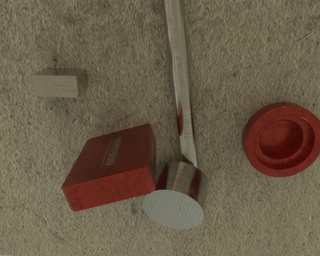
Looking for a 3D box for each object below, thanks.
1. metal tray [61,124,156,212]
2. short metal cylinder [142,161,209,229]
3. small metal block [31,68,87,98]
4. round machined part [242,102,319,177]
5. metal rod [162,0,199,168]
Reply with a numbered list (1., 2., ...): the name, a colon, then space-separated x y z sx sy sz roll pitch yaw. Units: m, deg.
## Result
1. metal tray: -0.052 0.040 0.368 0.090 0.130 0.030 -15 110 5
2. short metal cylinder: 0.022 0.091 0.415 0.080 0.050 0.079 9 130 11
3. small metal block: -0.119 -0.056 0.374 0.050 0.050 0.025 1 110 -1
4. round machined part: 0.156 0.012 0.407 0.099 0.042 0.097 0 110 -1
5. metal rod: 0.024 -0.079 0.380 0.025 0.025 0.298 -7 110 2
